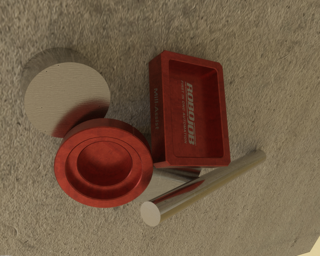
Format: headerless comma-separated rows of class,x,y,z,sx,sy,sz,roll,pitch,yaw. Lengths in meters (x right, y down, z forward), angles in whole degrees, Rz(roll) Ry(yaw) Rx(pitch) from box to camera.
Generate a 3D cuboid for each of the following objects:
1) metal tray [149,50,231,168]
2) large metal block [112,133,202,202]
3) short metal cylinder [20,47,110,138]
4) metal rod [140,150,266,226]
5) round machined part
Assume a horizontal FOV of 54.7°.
metal tray,0.035,-0.019,0.365,0.091,0.030,0.129,5,76,-31
large metal block,-0.006,0.048,0.400,0.081,0.080,0.050,4,116,-31
short metal cylinder,-0.097,-0.037,0.317,0.081,0.050,0.079,-14,125,-21
metal rod,0.082,0.066,0.420,0.302,0.025,0.025,-11,127,-52
round machined part,-0.058,0.033,0.330,0.099,0.042,0.097,-3,116,-5
